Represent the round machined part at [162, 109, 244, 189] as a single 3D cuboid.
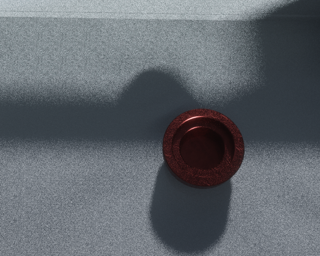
[{"bbox_3d":[0.052,0.028,0.391,0.099,0.042,0.098,0,70,-1],"label":"round machined part"}]
